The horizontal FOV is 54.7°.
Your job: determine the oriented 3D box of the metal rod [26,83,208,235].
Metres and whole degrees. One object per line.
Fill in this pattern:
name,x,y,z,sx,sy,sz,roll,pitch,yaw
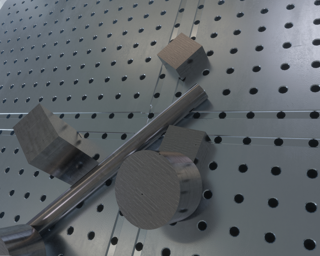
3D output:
metal rod,-0.060,0.046,0.411,0.300,0.025,0.025,-40,51,1

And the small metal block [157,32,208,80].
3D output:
small metal block,0.032,-0.106,0.457,0.050,0.025,0.050,-42,51,-1

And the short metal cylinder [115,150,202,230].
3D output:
short metal cylinder,-0.001,0.064,0.336,0.080,0.050,0.080,-4,83,32

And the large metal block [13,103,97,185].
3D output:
large metal block,-0.148,0.023,0.436,0.050,0.080,0.080,-43,51,-1

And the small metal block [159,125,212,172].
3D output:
small metal block,0.028,0.028,0.377,0.050,0.025,0.050,11,67,33

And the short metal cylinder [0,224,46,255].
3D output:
short metal cylinder,-0.187,0.162,0.375,0.080,0.050,0.080,-4,82,25
